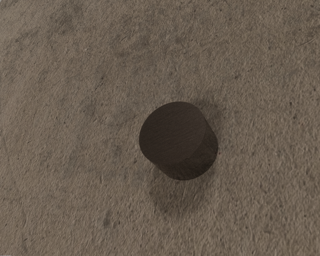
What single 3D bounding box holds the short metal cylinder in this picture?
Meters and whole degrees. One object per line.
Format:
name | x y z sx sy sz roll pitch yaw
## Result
short metal cylinder | 0.023 0.016 0.365 0.080 0.050 0.080 -13 56 20
